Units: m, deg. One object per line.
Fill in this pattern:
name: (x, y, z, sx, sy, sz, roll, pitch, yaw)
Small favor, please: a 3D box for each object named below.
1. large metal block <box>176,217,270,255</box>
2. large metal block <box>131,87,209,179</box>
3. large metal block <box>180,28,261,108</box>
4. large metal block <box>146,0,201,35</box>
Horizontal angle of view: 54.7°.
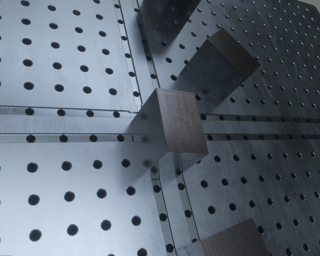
large metal block: (0.077, 0.155, 0.341, 0.081, 0.050, 0.080, -10, 67, -33)
large metal block: (0.007, 0.010, 0.373, 0.050, 0.080, 0.080, 5, 60, -26)
large metal block: (0.092, -0.092, 0.481, 0.080, 0.080, 0.050, 46, 51, 3)
large metal block: (0.019, -0.218, 0.518, 0.050, 0.080, 0.080, 3, 60, -27)
